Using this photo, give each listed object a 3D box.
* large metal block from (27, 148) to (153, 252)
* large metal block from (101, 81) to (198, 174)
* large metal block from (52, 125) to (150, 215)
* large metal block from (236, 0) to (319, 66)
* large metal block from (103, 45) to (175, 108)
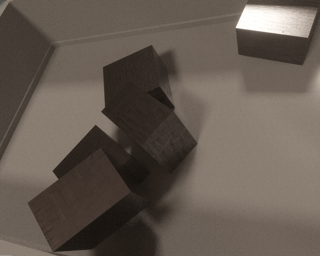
[{"bbox_3d":[-0.062,0.073,0.302,0.080,0.080,0.050,-38,67,-3],"label":"large metal block"},{"bbox_3d":[-0.011,0.000,0.375,0.050,0.080,0.080,-48,52,-6],"label":"large metal block"},{"bbox_3d":[-0.075,0.056,0.393,0.080,0.050,0.080,-48,52,-6],"label":"large metal block"},{"bbox_3d":[0.148,-0.132,0.385,0.080,0.050,0.080,17,70,24],"label":"large metal block"},{"bbox_3d":[-0.032,-0.059,0.441,0.080,0.050,0.080,-21,54,15],"label":"large metal block"}]
